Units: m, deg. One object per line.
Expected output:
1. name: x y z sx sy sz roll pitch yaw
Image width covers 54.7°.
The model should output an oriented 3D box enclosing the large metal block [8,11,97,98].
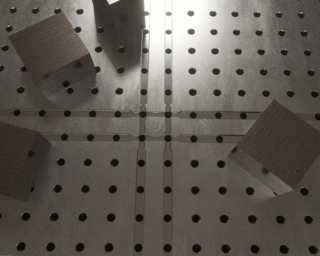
1. large metal block: -0.148 -0.102 0.434 0.080 0.050 0.080 -31 73 -11

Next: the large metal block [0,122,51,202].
1. large metal block: -0.195 0.039 0.382 0.080 0.050 0.080 14 71 5

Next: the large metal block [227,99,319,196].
1. large metal block: 0.147 0.025 0.391 0.080 0.050 0.080 39 74 12

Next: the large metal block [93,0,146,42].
1. large metal block: -0.064 -0.189 0.451 0.050 0.080 0.080 -30 73 -10
